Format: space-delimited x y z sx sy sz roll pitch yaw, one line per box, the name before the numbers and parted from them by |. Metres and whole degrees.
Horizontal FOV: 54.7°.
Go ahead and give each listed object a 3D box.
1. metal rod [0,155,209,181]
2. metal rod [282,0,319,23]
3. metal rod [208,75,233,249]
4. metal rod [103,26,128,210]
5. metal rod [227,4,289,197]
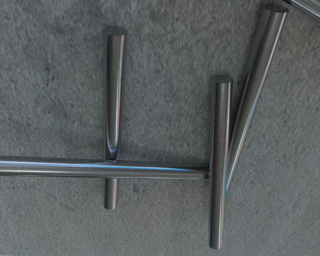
metal rod | -0.069 0.055 0.418 0.302 0.025 0.025 4 131 -19
metal rod | 0.136 -0.129 0.299 0.302 0.025 0.025 21 127 -18
metal rod | 0.083 0.068 0.440 0.025 0.025 0.298 -3 122 2
metal rod | -0.064 0.012 0.416 0.025 0.025 0.298 5 130 -5
metal rod | 0.105 -0.006 0.403 0.025 0.025 0.298 3 130 -3
